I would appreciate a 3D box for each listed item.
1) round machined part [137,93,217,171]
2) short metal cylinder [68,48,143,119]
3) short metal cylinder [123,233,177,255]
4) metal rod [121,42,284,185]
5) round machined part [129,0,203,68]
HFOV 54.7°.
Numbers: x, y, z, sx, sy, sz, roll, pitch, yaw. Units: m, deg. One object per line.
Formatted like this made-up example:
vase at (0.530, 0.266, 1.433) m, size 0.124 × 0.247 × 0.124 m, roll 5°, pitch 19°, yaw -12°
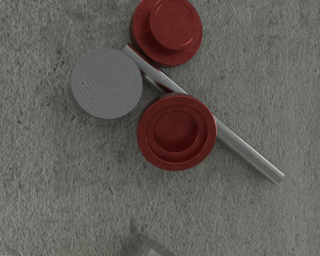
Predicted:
round machined part at (0.019, 0.002, 0.397) m, size 0.099 × 0.042 × 0.097 m, roll -2°, pitch 108°, yaw -6°
short metal cylinder at (-0.067, -0.050, 0.372) m, size 0.081 × 0.050 × 0.079 m, roll 0°, pitch 90°, yaw -21°
short metal cylinder at (-0.009, 0.173, 0.378) m, size 0.080 × 0.080 × 0.050 m, roll 36°, pitch 78°, yaw -17°
metal rod at (0.066, -0.011, 0.434) m, size 0.301 × 0.025 × 0.025 m, roll 38°, pitch 78°, yaw -17°
round machined part at (0.013, -0.131, 0.406) m, size 0.099 × 0.042 × 0.097 m, roll 0°, pitch 90°, yaw -21°
